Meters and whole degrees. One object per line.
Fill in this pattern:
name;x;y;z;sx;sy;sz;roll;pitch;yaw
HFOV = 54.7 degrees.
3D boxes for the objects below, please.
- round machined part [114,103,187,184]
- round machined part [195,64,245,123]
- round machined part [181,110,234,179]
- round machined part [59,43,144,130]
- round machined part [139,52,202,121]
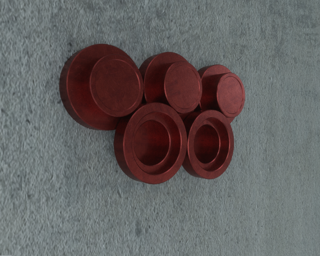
round machined part;-0.016;0.018;0.384;0.099;0.042;0.097;0;90;-40
round machined part;0.094;-0.049;0.477;0.099;0.042;0.097;0;90;-40
round machined part;0.060;0.023;0.448;0.099;0.042;0.097;0;90;-40
round machined part;-0.058;-0.046;0.348;0.099;0.042;0.097;0;90;-40
round machined part;0.018;-0.053;0.413;0.099;0.042;0.097;0;90;-40
